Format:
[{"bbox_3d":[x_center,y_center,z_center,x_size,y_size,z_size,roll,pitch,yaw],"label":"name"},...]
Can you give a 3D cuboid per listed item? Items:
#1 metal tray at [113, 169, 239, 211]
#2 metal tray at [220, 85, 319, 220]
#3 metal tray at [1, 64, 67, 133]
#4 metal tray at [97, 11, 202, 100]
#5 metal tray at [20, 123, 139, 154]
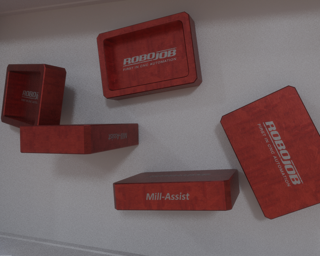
[{"bbox_3d":[0.023,0.072,0.367,0.130,0.090,0.030,-5,89,19],"label":"metal tray"},{"bbox_3d":[0.139,0.028,0.359,0.090,0.030,0.129,-26,82,17],"label":"metal tray"},{"bbox_3d":[-0.185,-0.044,0.443,0.130,0.030,0.089,11,94,44],"label":"metal tray"},{"bbox_3d":[-0.016,-0.091,0.412,0.130,0.030,0.089,-8,87,19],"label":"metal tray"},{"bbox_3d":[-0.093,0.010,0.386,0.090,0.130,0.030,0,91,19],"label":"metal tray"}]
